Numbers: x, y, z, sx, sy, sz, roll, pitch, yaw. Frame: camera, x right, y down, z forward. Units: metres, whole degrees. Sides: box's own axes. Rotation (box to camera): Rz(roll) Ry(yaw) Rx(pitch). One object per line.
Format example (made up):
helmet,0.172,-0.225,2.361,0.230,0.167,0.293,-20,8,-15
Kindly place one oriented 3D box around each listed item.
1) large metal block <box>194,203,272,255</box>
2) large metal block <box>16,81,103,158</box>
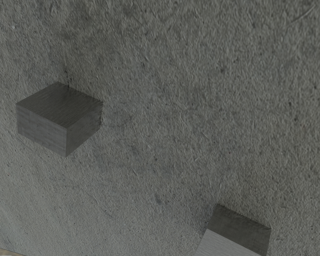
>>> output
large metal block,0.100,0.167,0.441,0.080,0.050,0.079,24,127,13
large metal block,-0.139,-0.015,0.435,0.080,0.080,0.050,25,127,13
